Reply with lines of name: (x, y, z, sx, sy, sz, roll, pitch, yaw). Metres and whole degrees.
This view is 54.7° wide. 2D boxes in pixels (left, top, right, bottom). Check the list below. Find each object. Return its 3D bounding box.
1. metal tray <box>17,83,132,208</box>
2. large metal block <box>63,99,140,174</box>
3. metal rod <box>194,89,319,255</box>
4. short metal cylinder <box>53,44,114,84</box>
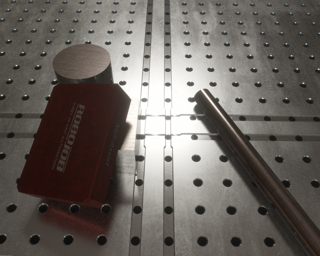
metal tray: (-0.091, 0.014, 0.339, 0.090, 0.030, 0.130, 3, 67, 22)
large metal block: (-0.067, 0.009, 0.383, 0.081, 0.050, 0.080, 1, 50, 0)
metal rod: (0.121, 0.058, 0.360, 0.025, 0.025, 0.300, -19, 53, -15)
short metal cylinder: (-0.111, -0.080, 0.457, 0.081, 0.050, 0.080, 0, 50, 0)
